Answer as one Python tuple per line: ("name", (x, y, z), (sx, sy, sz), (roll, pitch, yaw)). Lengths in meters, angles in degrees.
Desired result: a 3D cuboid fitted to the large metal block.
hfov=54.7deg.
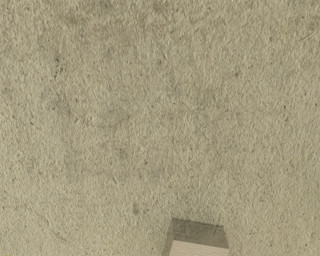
("large metal block", (0.050, 0.190, 0.467), (0.081, 0.050, 0.079), (11, 110, -4))
